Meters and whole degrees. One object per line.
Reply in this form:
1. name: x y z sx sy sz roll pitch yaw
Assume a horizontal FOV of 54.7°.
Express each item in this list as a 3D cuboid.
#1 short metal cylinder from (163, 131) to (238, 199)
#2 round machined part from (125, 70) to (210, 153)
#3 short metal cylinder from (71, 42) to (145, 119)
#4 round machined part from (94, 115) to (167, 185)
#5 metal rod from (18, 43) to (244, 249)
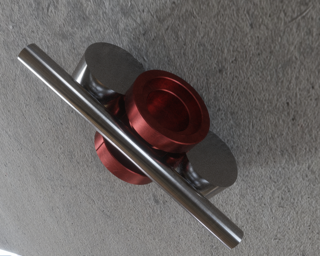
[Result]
1. short metal cylinder: 0.046 0.046 0.375 0.080 0.080 0.050 43 129 -2
2. round machined part: 0.005 -0.014 0.349 0.098 0.098 0.042 43 133 -2
3. short metal cylinder: -0.061 -0.055 0.369 0.080 0.080 0.050 43 129 -2
4. round machined part: -0.027 0.017 0.383 0.098 0.098 0.042 43 125 -2
5. metal rod: -0.029 0.021 0.332 0.300 0.025 0.025 42 129 -2
